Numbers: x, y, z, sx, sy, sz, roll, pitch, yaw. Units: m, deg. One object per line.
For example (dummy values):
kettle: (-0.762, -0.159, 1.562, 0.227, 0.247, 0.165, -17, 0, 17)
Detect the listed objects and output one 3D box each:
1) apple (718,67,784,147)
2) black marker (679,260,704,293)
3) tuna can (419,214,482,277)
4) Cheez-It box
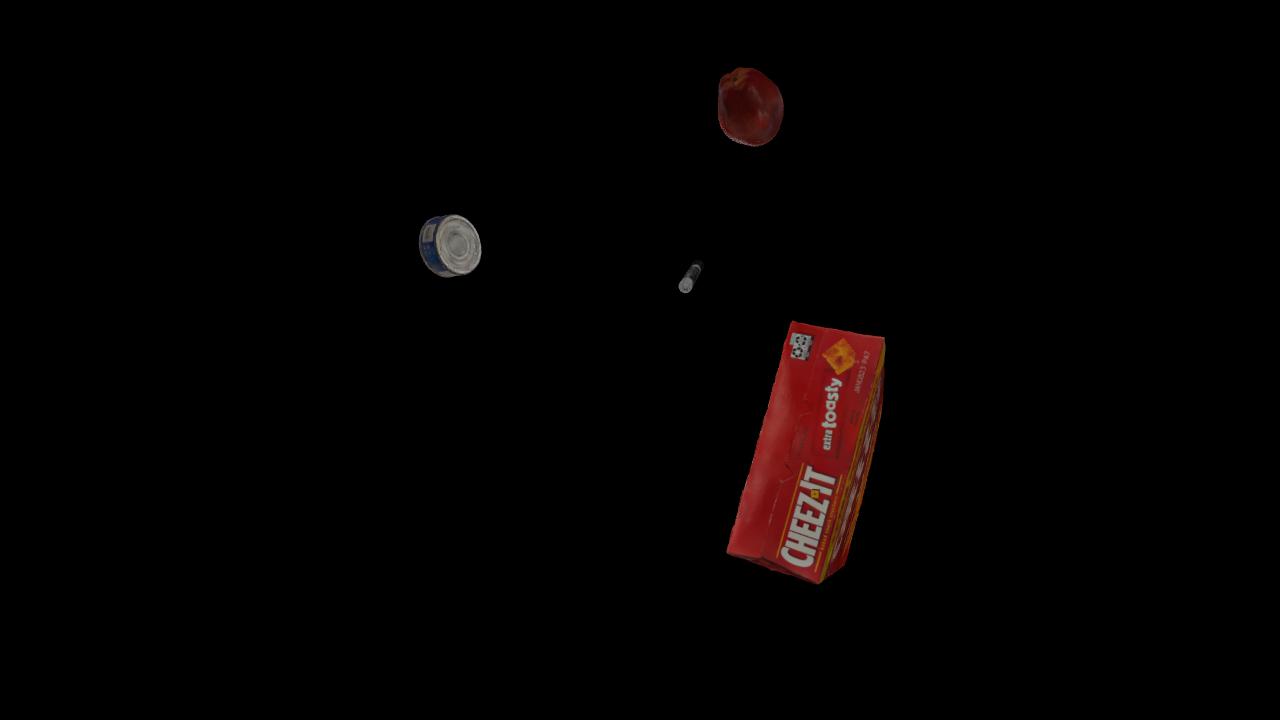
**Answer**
apple: (0.131, -0.300, 0.735, 0.079, 0.079, 0.093, 0, -32, 31)
black marker: (0.076, -0.123, 0.892, 0.020, 0.020, 0.121, 0, 23, 14)
tuna can: (-0.259, -0.157, 0.846, 0.034, 0.084, 0.084, -1, -1, 32)
Cheez-It box: (0.145, 0.080, 0.493, 0.071, 0.166, 0.223, 13, -9, 24)
